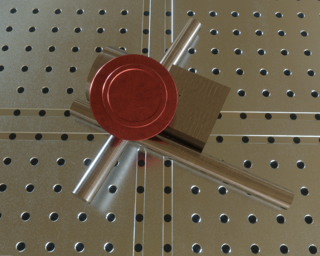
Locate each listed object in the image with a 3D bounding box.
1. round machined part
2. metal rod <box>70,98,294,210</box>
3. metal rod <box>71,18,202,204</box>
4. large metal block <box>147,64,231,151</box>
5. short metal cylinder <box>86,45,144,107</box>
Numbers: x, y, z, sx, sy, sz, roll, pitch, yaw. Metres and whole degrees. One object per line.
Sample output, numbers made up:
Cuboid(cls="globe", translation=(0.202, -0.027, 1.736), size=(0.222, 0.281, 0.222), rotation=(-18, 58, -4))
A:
Cuboid(cls="round machined part", translation=(-0.029, -0.034, 0.345), size=(0.099, 0.042, 0.097), rotation=(0, 90, -7))
Cuboid(cls="metal rod", translation=(0.022, 0.030, 0.400), size=(0.301, 0.025, 0.025), rotation=(23, 72, 8))
Cuboid(cls="metal rod", translation=(-0.018, -0.039, 0.405), size=(0.025, 0.025, 0.300), rotation=(27, 64, 9))
Cuboid(cls="large metal block", translation=(0.035, -0.024, 0.404), size=(0.080, 0.050, 0.080), rotation=(24, 72, 8))
Cuboid(cls="short metal cylinder", translation=(-0.053, -0.060, 0.403), size=(0.050, 0.080, 0.080), rotation=(24, 72, 8))
